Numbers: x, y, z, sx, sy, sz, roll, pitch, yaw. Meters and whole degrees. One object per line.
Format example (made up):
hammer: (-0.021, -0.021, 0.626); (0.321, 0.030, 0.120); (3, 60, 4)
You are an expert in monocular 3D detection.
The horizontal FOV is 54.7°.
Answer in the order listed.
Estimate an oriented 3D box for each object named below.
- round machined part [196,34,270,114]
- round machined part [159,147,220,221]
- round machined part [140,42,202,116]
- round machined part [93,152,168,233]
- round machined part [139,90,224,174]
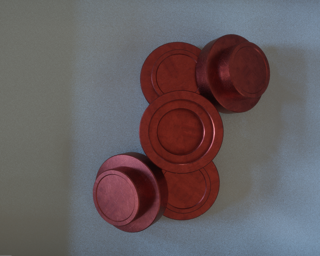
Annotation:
round machined part: (0.096, -0.068, 0.381); (0.099, 0.042, 0.097); (2, 87, -31)
round machined part: (0.029, 0.072, 0.402); (0.099, 0.042, 0.097); (0, 90, -1)
round machined part: (0.023, -0.063, 0.401); (0.099, 0.042, 0.097); (0, 90, -1)
round machined part: (-0.043, 0.081, 0.380); (0.098, 0.042, 0.097); (2, 95, 29)
round machined part: (0.025, 0.005, 0.380); (0.099, 0.042, 0.097); (0, 90, -1)
